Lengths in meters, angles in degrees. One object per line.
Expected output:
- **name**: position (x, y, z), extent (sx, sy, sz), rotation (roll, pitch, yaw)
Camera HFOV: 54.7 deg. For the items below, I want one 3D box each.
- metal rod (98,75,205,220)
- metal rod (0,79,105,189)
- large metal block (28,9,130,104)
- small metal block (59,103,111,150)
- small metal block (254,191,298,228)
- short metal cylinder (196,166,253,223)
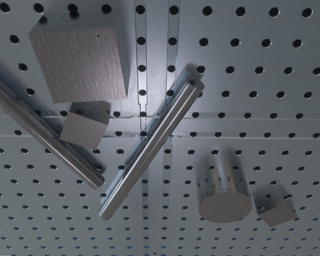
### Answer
- **metal rod**: position (-0.026, 0.047, 0.451), extent (0.025, 0.025, 0.298), rotation (21, 127, -17)
- **metal rod**: position (-0.171, -0.013, 0.398), extent (0.025, 0.025, 0.300), rotation (-24, 127, 19)
- **large metal block**: position (-0.079, -0.075, 0.330), extent (0.080, 0.050, 0.080), rotation (-4, 130, 3)
- **small metal block**: position (-0.099, -0.003, 0.409), extent (0.050, 0.025, 0.050), rotation (20, 127, -17)
- **small metal block**: position (0.200, 0.141, 0.534), extent (0.050, 0.025, 0.050), rotation (-31, 124, 23)
- **short metal cylinder**: position (0.099, 0.105, 0.486), extent (0.081, 0.050, 0.079), rotation (0, 130, 0)
